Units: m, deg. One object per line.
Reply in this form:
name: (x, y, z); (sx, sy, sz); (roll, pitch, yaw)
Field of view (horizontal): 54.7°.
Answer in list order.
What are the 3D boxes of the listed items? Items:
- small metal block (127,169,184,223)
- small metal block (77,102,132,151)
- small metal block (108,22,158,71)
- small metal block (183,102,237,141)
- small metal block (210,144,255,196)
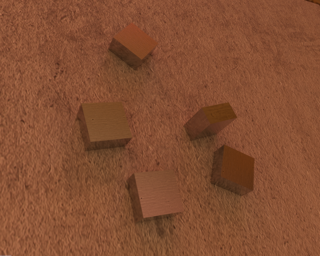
small metal block: (-0.006, 0.077, 0.353); (0.050, 0.025, 0.050); (0, 62, -29)
small metal block: (-0.067, -0.003, 0.369); (0.050, 0.025, 0.050); (-5, 64, -31)
small metal block: (-0.039, -0.120, 0.456); (0.050, 0.025, 0.050); (38, 51, -3)
small metal block: (0.069, -0.009, 0.430); (0.050, 0.050, 0.025); (-13, 69, -33)
small metal block: (0.099, 0.058, 0.422); (0.050, 0.025, 0.050); (25, 53, -13)
